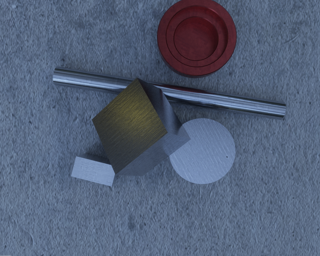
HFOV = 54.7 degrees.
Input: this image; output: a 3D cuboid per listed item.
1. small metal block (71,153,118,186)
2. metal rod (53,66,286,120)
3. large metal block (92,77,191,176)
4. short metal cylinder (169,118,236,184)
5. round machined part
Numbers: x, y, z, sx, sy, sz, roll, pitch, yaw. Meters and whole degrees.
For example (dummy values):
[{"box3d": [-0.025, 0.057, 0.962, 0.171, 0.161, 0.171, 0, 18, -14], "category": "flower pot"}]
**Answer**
[{"box3d": [-0.079, 0.052, 0.397, 0.050, 0.050, 0.025, 14, 90, -1], "category": "small metal block"}, {"box3d": [0.013, -0.046, 0.410, 0.302, 0.025, 0.025, 9, 90, -1], "category": "metal rod"}, {"box3d": [-0.024, 0.001, 0.369, 0.080, 0.050, 0.080, -40, 61, 21], "category": "large metal block"}, {"box3d": [0.051, 0.028, 0.398, 0.081, 0.050, 0.079, 0, 90, -1], "category": "short metal cylinder"}, {"box3d": [0.046, -0.113, 0.402, 0.099, 0.042, 0.097, 0, 90, -1], "category": "round machined part"}]
